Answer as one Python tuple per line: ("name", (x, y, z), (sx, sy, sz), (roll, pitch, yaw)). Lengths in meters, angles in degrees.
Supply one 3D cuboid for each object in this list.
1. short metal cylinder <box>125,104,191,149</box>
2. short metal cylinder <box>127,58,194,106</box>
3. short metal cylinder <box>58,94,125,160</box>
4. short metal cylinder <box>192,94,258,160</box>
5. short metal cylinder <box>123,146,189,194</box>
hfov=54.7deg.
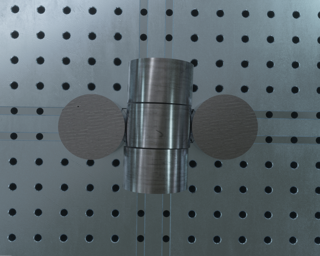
("short metal cylinder", (-0.002, -0.002, 0.385), (0.081, 0.080, 0.050), (2, 90, -1))
("short metal cylinder", (0.001, -0.054, 0.385), (0.081, 0.080, 0.050), (3, 90, -1))
("short metal cylinder", (-0.083, -0.001, 0.399), (0.081, 0.050, 0.079), (0, 90, -1))
("short metal cylinder", (0.079, -0.001, 0.401), (0.081, 0.050, 0.079), (0, 90, -1))
("short metal cylinder", (-0.005, 0.049, 0.385), (0.081, 0.080, 0.050), (1, 90, -1))
